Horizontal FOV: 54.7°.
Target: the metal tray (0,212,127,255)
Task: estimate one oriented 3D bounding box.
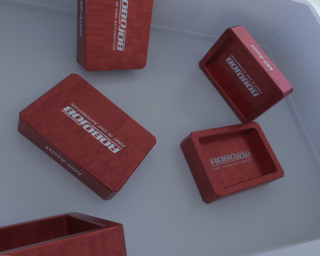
[{"bbox_3d":[-0.091,0.091,0.232,0.091,0.130,0.030,-5,83,-30],"label":"metal tray"}]

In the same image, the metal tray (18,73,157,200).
[{"bbox_3d":[-0.080,0.007,0.355,0.130,0.030,0.090,39,51,-2],"label":"metal tray"}]

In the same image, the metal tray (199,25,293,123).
[{"bbox_3d":[0.128,-0.081,0.481,0.030,0.090,0.130,-27,77,-37],"label":"metal tray"}]

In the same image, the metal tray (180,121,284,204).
[{"bbox_3d":[0.102,0.043,0.430,0.131,0.030,0.090,-8,66,-32],"label":"metal tray"}]

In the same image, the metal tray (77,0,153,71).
[{"bbox_3d":[-0.057,-0.141,0.398,0.091,0.129,0.030,-10,31,-32],"label":"metal tray"}]
